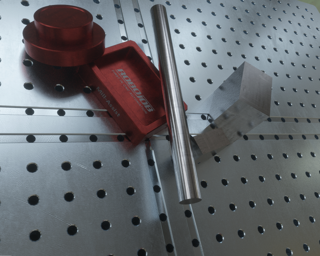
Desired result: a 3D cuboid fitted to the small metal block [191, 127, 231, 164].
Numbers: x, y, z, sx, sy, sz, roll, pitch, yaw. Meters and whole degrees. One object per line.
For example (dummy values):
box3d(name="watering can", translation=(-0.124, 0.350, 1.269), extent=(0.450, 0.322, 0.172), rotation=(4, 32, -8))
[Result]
box3d(name="small metal block", translation=(0.055, 0.027, 0.407), extent=(0.050, 0.050, 0.025), rotation=(-16, 70, -35))

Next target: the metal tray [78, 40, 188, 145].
box3d(name="metal tray", translation=(-0.035, -0.052, 0.418), extent=(0.091, 0.030, 0.130), rotation=(-32, 80, -38))

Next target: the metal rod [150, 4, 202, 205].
box3d(name="metal rod", translation=(0.015, -0.051, 0.409), extent=(0.025, 0.025, 0.299), rotation=(7, 59, -25))

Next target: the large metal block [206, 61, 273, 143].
box3d(name="large metal block", translation=(0.118, -0.038, 0.462), extent=(0.050, 0.080, 0.080), rotation=(28, 52, -11))

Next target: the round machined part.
box3d(name="round machined part", translation=(-0.118, -0.120, 0.386), extent=(0.099, 0.042, 0.098), rotation=(6, 42, -5))
